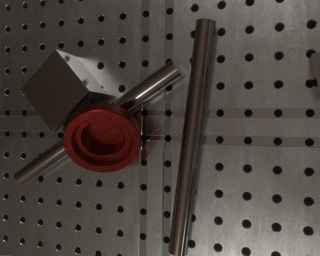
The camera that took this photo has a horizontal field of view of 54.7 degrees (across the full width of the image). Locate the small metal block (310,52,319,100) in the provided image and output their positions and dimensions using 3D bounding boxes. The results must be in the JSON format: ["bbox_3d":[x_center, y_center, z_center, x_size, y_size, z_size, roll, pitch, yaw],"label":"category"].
[{"bbox_3d":[0.199,-0.061,0.343,0.050,0.025,0.050,-10,87,19],"label":"small metal block"}]

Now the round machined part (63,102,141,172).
[{"bbox_3d":[-0.074,0.009,0.412,0.099,0.042,0.097,-2,122,-3],"label":"round machined part"}]

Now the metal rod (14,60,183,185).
[{"bbox_3d":[-0.098,0.000,0.445,0.300,0.025,0.025,-33,80,16],"label":"metal rod"}]

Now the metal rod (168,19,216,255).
[{"bbox_3d":[0.041,0.014,0.397,0.025,0.025,0.298,8,92,19],"label":"metal rod"}]

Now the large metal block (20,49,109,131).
[{"bbox_3d":[-0.137,-0.052,0.446,0.080,0.050,0.080,-43,77,14],"label":"large metal block"}]
